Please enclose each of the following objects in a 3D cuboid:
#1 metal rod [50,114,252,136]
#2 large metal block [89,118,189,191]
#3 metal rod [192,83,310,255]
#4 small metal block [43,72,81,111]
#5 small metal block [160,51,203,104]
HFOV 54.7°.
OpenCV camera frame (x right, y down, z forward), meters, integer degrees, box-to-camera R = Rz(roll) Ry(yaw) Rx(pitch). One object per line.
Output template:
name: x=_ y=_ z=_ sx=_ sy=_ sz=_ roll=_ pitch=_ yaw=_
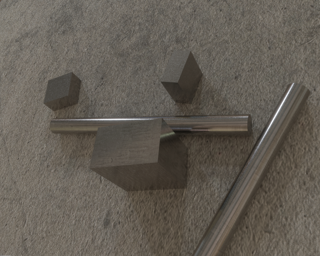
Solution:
metal rod: x=-0.031 y=-0.003 z=0.420 sx=0.300 sy=0.025 sz=0.025 roll=0 pitch=62 yaw=27
large metal block: x=-0.020 y=0.035 z=0.356 sx=0.080 sy=0.080 sz=0.050 roll=-8 pitch=59 yaw=24
metal rod: x=0.076 y=0.079 z=0.314 sx=0.025 sy=0.025 sz=0.300 roll=24 pitch=74 yaw=36
small metal block: x=-0.165 y=-0.062 z=0.526 sx=0.050 sy=0.025 sz=0.050 roll=-14 pitch=56 yaw=19
small metal block: x=0.030 y=-0.067 z=0.412 sx=0.025 sy=0.050 sz=0.050 roll=9 pitch=66 yaw=32
